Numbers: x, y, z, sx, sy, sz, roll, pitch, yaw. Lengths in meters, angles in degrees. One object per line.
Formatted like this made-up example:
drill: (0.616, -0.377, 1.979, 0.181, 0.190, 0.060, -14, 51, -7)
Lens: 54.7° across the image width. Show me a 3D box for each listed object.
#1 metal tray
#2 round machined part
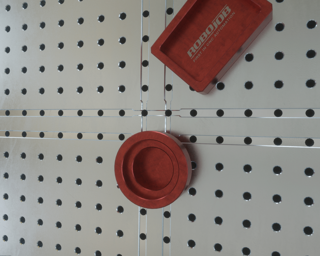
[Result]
metal tray: (0.062, -0.118, 0.387, 0.090, 0.030, 0.130, 43, 103, 14)
round machined part: (-0.006, 0.052, 0.405, 0.098, 0.042, 0.097, 0, 90, 19)
